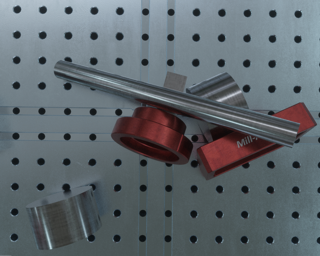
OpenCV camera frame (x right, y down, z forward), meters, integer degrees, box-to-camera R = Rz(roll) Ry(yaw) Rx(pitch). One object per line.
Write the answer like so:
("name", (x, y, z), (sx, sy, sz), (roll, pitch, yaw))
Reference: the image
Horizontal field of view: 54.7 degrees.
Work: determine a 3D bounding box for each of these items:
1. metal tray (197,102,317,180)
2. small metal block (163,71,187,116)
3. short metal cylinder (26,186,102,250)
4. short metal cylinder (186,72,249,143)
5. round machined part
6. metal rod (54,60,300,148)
("metal tray", (0.111, 0.021, 0.379), (0.131, 0.090, 0.030), (-24, 73, 0))
("small metal block", (0.015, -0.042, 0.401), (0.025, 0.050, 0.050), (15, 90, 0))
("short metal cylinder", (-0.118, 0.109, 0.385), (0.080, 0.080, 0.050), (-15, 90, 0))
("short metal cylinder", (0.072, -0.023, 0.386), (0.050, 0.080, 0.080), (-24, 90, 0))
("round machined part", (-0.006, 0.008, 0.379), (0.098, 0.098, 0.042), (19, 73, 0))
("metal rod", (-0.001, -0.035, 0.354), (0.301, 0.025, 0.025), (18, 90, 23))
